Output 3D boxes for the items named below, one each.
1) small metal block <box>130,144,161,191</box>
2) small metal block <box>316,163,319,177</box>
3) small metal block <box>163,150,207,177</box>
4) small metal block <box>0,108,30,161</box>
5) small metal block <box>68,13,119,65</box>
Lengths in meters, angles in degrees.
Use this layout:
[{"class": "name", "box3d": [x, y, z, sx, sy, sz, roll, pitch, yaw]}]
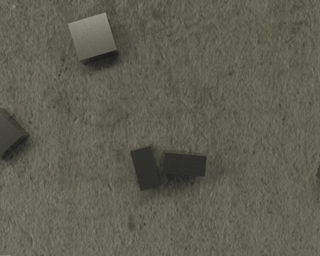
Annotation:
[{"class": "small metal block", "box3d": [-0.018, 0.049, 0.397, 0.025, 0.050, 0.050, -15, 90, 0]}, {"class": "small metal block", "box3d": [0.243, 0.061, 0.401, 0.050, 0.050, 0.025, 15, 90, -1]}, {"class": "small metal block", "box3d": [0.030, 0.044, 0.398, 0.050, 0.050, 0.025, 5, 90, -1]}, {"class": "small metal block", "box3d": [-0.212, 0.008, 0.407, 0.050, 0.025, 0.050, -43, 91, 0]}, {"class": "small metal block", "box3d": [-0.087, -0.117, 0.409, 0.050, 0.025, 0.050, -17, 90, -1]}]
